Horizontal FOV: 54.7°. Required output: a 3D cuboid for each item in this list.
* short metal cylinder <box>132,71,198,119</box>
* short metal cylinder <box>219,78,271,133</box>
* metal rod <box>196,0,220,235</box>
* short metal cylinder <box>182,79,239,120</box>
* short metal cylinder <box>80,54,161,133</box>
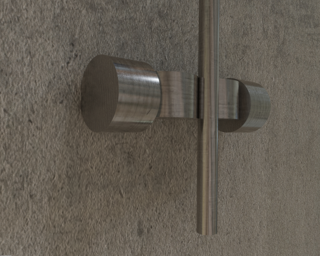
[{"bbox_3d":[0.005,-0.037,0.375,0.081,0.080,0.050,1,90,-40],"label":"short metal cylinder"},{"bbox_3d":[0.118,-0.033,0.469,0.050,0.080,0.080,1,90,-40],"label":"short metal cylinder"},{"bbox_3d":[0.058,-0.024,0.374,0.025,0.025,0.298,1,89,-40],"label":"metal rod"},{"bbox_3d":[0.067,-0.037,0.426,0.081,0.080,0.050,1,90,-40],"label":"short metal cylinder"},{"bbox_3d":[-0.044,-0.035,0.333,0.050,0.080,0.080,1,90,-40],"label":"short metal cylinder"}]
